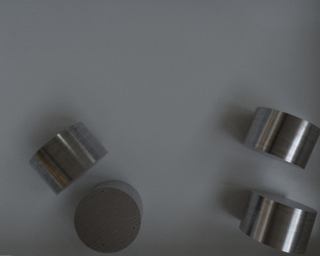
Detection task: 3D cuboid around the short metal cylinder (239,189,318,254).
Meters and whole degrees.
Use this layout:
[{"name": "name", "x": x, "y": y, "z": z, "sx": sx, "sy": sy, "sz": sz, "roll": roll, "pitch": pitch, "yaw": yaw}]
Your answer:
[{"name": "short metal cylinder", "x": 0.145, "y": 0.113, "z": 0.385, "sx": 0.080, "sy": 0.080, "sz": 0.050, "roll": 16, "pitch": 90, "yaw": 0}]

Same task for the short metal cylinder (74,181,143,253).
[{"name": "short metal cylinder", "x": -0.063, "y": 0.111, "z": 0.398, "sx": 0.081, "sy": 0.050, "sz": 0.080, "roll": 0, "pitch": 90, "yaw": 0}]

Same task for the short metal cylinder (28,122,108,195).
[{"name": "short metal cylinder", "x": -0.111, "y": 0.037, "z": 0.383, "sx": 0.080, "sy": 0.080, "sz": 0.050, "roll": -40, "pitch": 90, "yaw": 0}]

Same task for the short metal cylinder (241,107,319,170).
[{"name": "short metal cylinder", "x": 0.148, "y": 0.012, "z": 0.385, "sx": 0.080, "sy": 0.080, "sz": 0.050, "roll": 24, "pitch": 90, "yaw": 0}]
